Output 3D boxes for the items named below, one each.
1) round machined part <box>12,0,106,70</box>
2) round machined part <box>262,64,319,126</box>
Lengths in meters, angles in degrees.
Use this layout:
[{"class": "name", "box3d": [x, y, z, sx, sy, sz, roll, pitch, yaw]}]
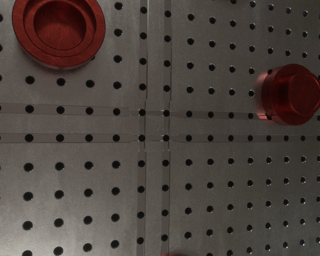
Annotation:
[{"class": "round machined part", "box3d": [-0.116, -0.116, 0.361, 0.099, 0.042, 0.097, 0, 90, -21]}, {"class": "round machined part", "box3d": [0.213, -0.052, 0.484, 0.099, 0.042, 0.097, 0, 90, -21]}]
